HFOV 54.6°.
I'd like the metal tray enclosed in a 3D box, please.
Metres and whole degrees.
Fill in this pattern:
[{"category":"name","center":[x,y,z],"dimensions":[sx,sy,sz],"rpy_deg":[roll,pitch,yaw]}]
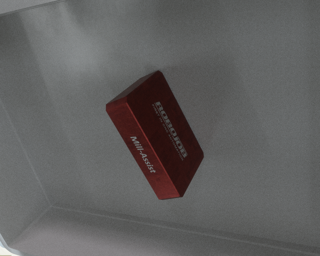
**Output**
[{"category":"metal tray","center":[0.000,0.007,0.368],"dimensions":[0.030,0.090,0.130],"rpy_deg":[-17,110,34]}]
